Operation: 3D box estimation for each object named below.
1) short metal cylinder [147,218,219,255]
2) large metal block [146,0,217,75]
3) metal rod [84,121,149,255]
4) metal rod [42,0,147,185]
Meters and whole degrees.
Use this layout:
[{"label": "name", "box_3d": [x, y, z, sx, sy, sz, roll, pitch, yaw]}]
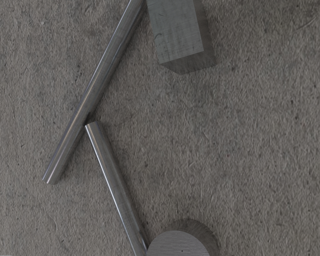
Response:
[{"label": "short metal cylinder", "box_3d": [0.030, 0.159, 0.385, 0.080, 0.050, 0.079, 0, 90, 20]}, {"label": "large metal block", "box_3d": [0.028, -0.114, 0.370, 0.050, 0.080, 0.080, -13, 86, 19]}, {"label": "metal rod", "box_3d": [-0.038, 0.131, 0.422, 0.025, 0.025, 0.299, -25, 82, 18]}, {"label": "metal rod", "box_3d": [-0.095, -0.050, 0.442, 0.025, 0.025, 0.299, 32, 100, 17]}]
